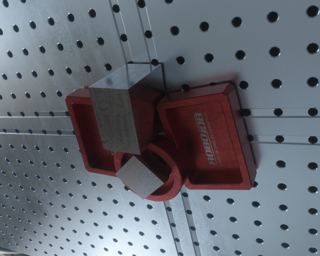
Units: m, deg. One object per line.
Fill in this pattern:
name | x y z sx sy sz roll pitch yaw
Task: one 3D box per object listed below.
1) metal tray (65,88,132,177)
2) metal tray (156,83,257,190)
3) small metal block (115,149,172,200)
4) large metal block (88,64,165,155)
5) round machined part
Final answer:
metal tray | -0.078 0.010 0.450 0.090 0.030 0.129 6 121 25
metal tray | 0.059 0.016 0.381 0.090 0.030 0.129 -7 115 31
small metal block | -0.022 0.058 0.399 0.050 0.025 0.050 43 129 -2
large metal block | -0.033 -0.026 0.372 0.050 0.080 0.079 6 121 25
round machined part | -0.009 0.047 0.417 0.098 0.042 0.097 13 124 21
